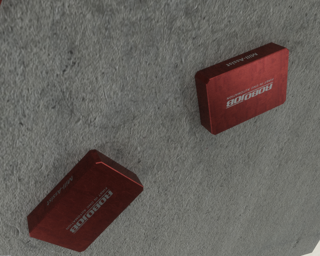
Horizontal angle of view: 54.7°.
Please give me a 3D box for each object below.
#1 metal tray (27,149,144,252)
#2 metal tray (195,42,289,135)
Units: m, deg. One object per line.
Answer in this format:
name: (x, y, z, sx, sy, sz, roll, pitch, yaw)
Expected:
metal tray: (-0.097, 0.100, 0.412, 0.130, 0.030, 0.090, -46, 129, 4)
metal tray: (0.117, -0.055, 0.433, 0.131, 0.030, 0.090, -23, 127, -14)
